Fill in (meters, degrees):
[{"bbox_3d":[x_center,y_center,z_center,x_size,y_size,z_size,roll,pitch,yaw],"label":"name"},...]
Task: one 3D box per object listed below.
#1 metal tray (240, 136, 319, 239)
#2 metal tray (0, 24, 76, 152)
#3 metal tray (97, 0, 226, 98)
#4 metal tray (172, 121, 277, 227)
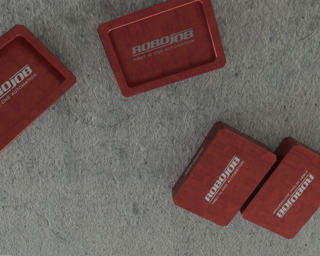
[{"bbox_3d":[0.184,0.088,0.441,0.090,0.030,0.129,27,108,-10],"label":"metal tray"},{"bbox_3d":[-0.174,-0.042,0.351,0.090,0.030,0.130,46,67,-15],"label":"metal tray"},{"bbox_3d":[0.003,-0.099,0.370,0.131,0.030,0.090,-17,109,6],"label":"metal tray"},{"bbox_3d":[0.086,0.066,0.432,0.090,0.030,0.129,27,108,-10],"label":"metal tray"}]
